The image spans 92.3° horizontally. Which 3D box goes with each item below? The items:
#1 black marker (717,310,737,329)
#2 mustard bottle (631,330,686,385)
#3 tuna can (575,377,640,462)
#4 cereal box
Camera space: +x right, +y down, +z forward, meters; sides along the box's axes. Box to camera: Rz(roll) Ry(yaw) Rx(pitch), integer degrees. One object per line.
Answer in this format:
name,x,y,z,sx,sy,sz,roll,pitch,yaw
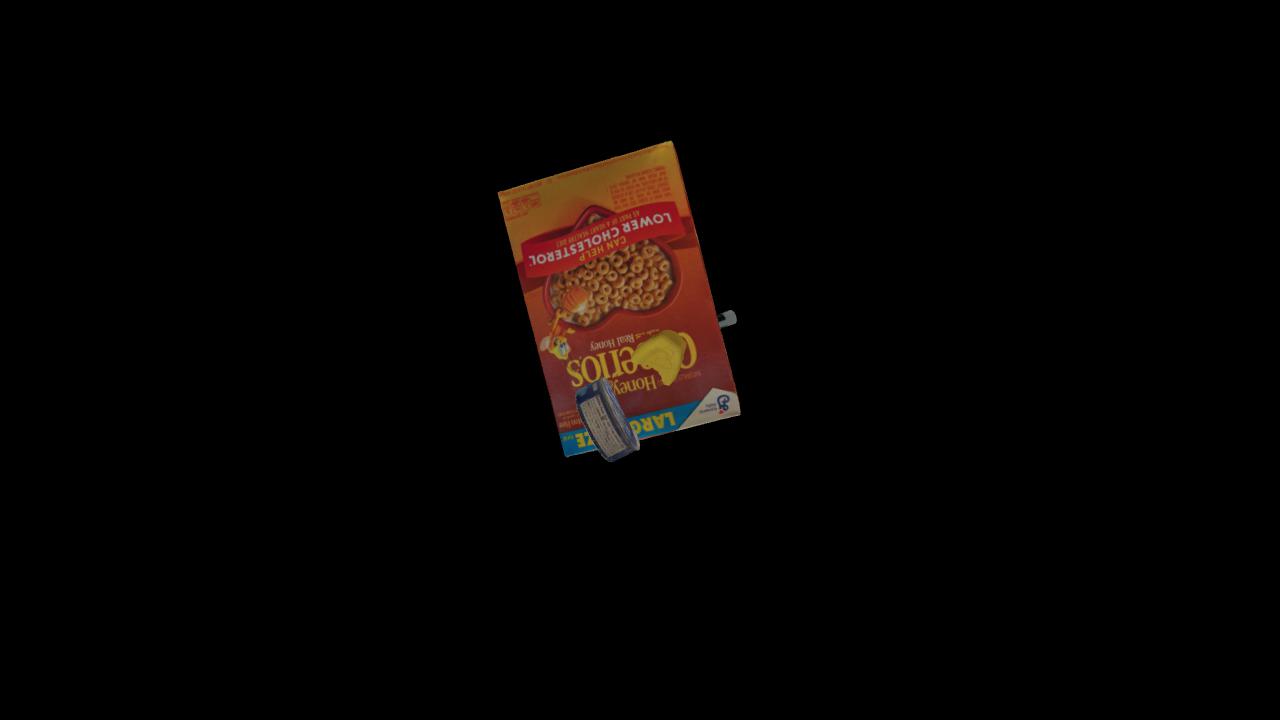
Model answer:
black marker,0.065,-0.035,0.766,0.121,0.020,0.020,-20,6,-18
mustard bottle,0.039,-0.024,0.731,0.054,0.092,0.184,31,31,4
tuna can,-0.033,0.061,0.631,0.034,0.084,0.084,-27,-3,5
cereal box,-0.020,-0.063,0.691,0.203,0.306,0.081,-14,1,8
